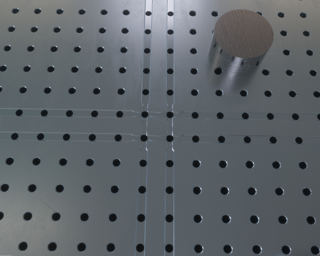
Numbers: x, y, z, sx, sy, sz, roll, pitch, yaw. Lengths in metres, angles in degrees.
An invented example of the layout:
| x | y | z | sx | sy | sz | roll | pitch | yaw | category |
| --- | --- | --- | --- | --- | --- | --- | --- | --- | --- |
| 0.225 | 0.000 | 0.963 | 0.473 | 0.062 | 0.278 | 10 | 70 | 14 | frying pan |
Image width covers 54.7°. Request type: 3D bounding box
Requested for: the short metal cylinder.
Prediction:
| x | y | z | sx | sy | sz | roll | pitch | yaw | category |
| --- | --- | --- | --- | --- | --- | --- | --- | --- | --- |
| 0.114 | -0.120 | 0.443 | 0.081 | 0.050 | 0.080 | 0 | 70 | 0 | short metal cylinder |
